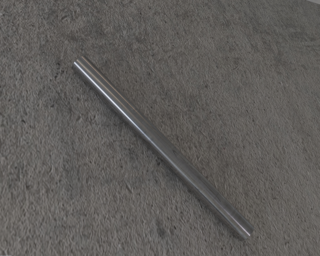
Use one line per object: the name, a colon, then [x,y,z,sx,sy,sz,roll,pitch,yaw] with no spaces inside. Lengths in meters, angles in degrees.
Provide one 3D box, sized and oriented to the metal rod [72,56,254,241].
metal rod: [0.001,0.023,0.389,0.300,0.025,0.025,45,51,3]
